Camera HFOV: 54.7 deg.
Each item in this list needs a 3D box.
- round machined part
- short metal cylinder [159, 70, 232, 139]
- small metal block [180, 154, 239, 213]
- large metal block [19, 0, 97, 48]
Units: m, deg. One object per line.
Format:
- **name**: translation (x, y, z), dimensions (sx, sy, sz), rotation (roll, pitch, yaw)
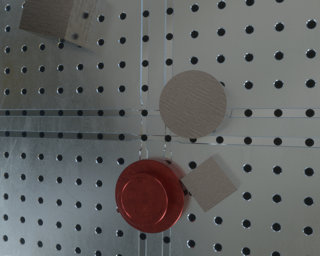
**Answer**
- **round machined part**: translation (-0.016, 0.090, 0.408), dimensions (0.098, 0.042, 0.097), rotation (0, 90, 19)
- **short metal cylinder**: translation (0.045, -0.027, 0.383), dimensions (0.080, 0.050, 0.079), rotation (0, 90, 19)
- **small metal block**: translation (0.063, 0.069, 0.390), dimensions (0.050, 0.025, 0.050), rotation (-40, 78, 15)
- **large metal block**: translation (-0.146, -0.169, 0.449), dimensions (0.080, 0.050, 0.079), rotation (17, 96, 19)
